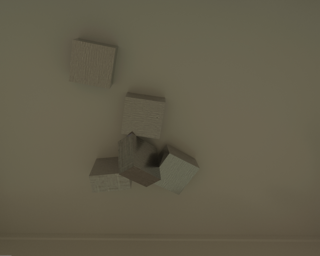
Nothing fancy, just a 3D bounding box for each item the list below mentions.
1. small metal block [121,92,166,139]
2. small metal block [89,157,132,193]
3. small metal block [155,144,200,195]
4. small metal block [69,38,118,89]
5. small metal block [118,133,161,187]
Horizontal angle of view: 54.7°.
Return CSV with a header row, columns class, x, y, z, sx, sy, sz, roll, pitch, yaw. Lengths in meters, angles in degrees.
class,x,y,z,sx,sy,sz,roll,pitch,yaw
small metal block,-0.022,-0.016,0.405,0.050,0.025,0.050,8,110,-3
small metal block,-0.064,0.061,0.420,0.050,0.050,0.025,-5,110,2
small metal block,0.018,0.058,0.428,0.050,0.025,0.050,28,108,-21
small metal block,-0.082,-0.080,0.381,0.050,0.025,0.050,10,110,-4
small metal block,-0.027,0.042,0.402,0.025,0.050,0.050,-32,135,26
